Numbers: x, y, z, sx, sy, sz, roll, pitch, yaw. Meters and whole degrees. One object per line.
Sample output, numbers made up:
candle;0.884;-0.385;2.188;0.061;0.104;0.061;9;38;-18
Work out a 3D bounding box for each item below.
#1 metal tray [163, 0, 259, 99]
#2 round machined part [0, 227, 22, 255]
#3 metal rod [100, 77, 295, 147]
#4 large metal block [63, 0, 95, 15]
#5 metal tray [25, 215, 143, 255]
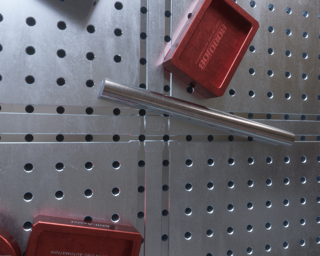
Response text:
metal tray;0.074;-0.118;0.438;0.090;0.030;0.130;32;79;-18
round machined part;-0.198;0.147;0.327;0.099;0.042;0.097;0;88;-14
metal rod;0.066;-0.017;0.438;0.302;0.025;0.025;14;85;-20
large metal block;-0.100;-0.196;0.363;0.080;0.050;0.080;27;81;-18
metal tray;-0.095;0.161;0.375;0.131;0.030;0.090;14;85;-20
